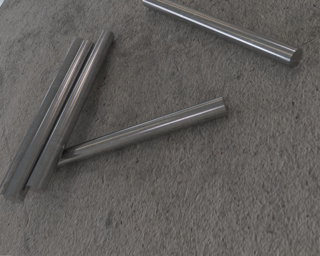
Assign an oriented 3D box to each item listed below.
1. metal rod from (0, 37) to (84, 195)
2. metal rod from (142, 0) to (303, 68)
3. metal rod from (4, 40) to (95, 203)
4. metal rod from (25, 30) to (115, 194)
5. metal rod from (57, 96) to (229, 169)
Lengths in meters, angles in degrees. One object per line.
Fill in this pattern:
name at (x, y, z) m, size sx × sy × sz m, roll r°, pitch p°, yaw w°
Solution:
metal rod at (-0.191, -0.030, 0.523) m, size 0.025 × 0.025 × 0.300 m, roll 3°, pitch 63°, yaw 30°
metal rod at (0.070, -0.156, 0.462) m, size 0.025 × 0.025 × 0.300 m, roll -47°, pitch 51°, yaw -5°
metal rod at (-0.161, -0.029, 0.484) m, size 0.025 × 0.025 × 0.300 m, roll -4°, pitch 53°, yaw 26°
metal rod at (-0.127, -0.044, 0.476) m, size 0.025 × 0.025 × 0.300 m, roll -3°, pitch 54°, yaw 27°
metal rod at (-0.057, 0.016, 0.423) m, size 0.301 × 0.025 × 0.025 m, roll -18°, pitch 55°, yaw 17°
